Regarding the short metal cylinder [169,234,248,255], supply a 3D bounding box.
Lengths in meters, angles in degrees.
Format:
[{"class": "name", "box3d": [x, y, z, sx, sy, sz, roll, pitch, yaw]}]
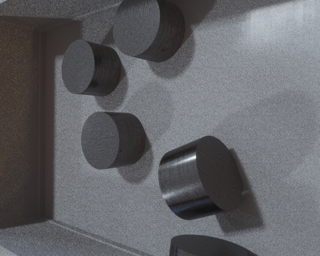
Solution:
[{"class": "short metal cylinder", "box3d": [0.048, 0.149, 0.326, 0.080, 0.080, 0.050, 4, 85, 39]}]

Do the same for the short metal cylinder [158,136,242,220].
[{"class": "short metal cylinder", "box3d": [0.044, 0.054, 0.333, 0.050, 0.081, 0.080, -27, 74, 37]}]

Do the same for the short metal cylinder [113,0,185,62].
[{"class": "short metal cylinder", "box3d": [-0.015, -0.129, 0.401, 0.080, 0.050, 0.079, 0, 90, 39]}]

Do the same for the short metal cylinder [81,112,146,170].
[{"class": "short metal cylinder", "box3d": [-0.068, 0.017, 0.444, 0.080, 0.050, 0.079, 0, 90, 39]}]

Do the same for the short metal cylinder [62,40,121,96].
[{"class": "short metal cylinder", "box3d": [-0.106, -0.090, 0.475, 0.080, 0.050, 0.079, 0, 90, 39]}]
